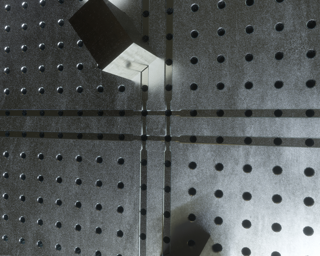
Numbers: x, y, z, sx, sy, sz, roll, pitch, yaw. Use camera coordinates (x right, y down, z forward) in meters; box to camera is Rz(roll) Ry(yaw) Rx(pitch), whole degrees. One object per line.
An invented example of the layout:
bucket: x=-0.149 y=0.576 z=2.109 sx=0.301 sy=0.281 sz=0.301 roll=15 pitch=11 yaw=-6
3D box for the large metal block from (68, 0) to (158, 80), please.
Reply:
large metal block: x=-0.058 y=-0.115 z=0.403 sx=0.050 sy=0.080 sz=0.080 roll=-38 pitch=78 yaw=16

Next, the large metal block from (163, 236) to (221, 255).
large metal block: x=0.030 y=0.181 z=0.372 sx=0.080 sy=0.080 sz=0.050 roll=-30 pitch=81 yaw=17
